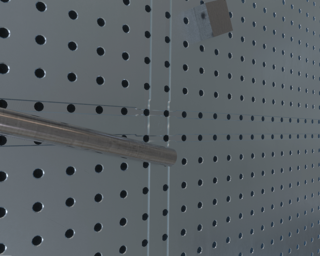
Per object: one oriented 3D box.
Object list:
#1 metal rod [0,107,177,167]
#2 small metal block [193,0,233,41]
[{"bbox_3d":[-0.098,0.008,0.326,0.302,0.025,0.025,16,80,-39],"label":"metal rod"},{"bbox_3d":[0.082,-0.168,0.478,0.050,0.025,0.050,-29,108,-36],"label":"small metal block"}]
